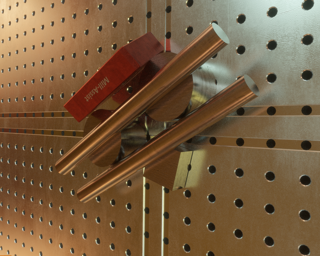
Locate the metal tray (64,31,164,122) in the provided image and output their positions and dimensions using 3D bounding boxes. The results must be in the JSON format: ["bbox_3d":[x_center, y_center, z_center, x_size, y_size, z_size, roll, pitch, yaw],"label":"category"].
[{"bbox_3d":[-0.061,-0.067,0.413,0.130,0.090,0.030,-35,100,34],"label":"metal tray"}]

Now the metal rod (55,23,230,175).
[{"bbox_3d":[-0.043,-0.016,0.376,0.299,0.025,0.025,-36,68,33],"label":"metal rod"}]

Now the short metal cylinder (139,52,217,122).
[{"bbox_3d":[0.021,-0.047,0.375,0.080,0.050,0.079,0,90,39],"label":"short metal cylinder"}]

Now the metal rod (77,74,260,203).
[{"bbox_3d":[-0.012,0.030,0.384,0.299,0.025,0.025,-35,69,34],"label":"metal rod"}]

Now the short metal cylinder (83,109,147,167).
[{"bbox_3d":[-0.065,0.014,0.444,0.080,0.050,0.079,0,90,39],"label":"short metal cylinder"}]

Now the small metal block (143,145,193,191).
[{"bbox_3d":[0.009,0.046,0.399,0.050,0.025,0.050,19,102,38],"label":"small metal block"}]
